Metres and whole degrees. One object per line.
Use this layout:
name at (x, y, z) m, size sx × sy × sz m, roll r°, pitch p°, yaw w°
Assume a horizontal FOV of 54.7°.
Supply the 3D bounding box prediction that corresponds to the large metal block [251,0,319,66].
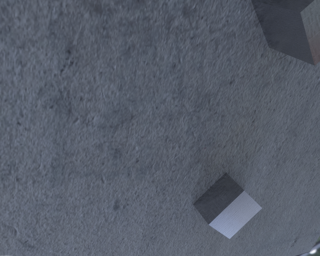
large metal block at (0.171, -0.135, 0.384) m, size 0.050 × 0.080 × 0.080 m, roll -41°, pitch 130°, yaw 0°

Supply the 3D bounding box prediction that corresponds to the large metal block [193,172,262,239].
large metal block at (0.119, 0.137, 0.544) m, size 0.080 × 0.050 × 0.080 m, roll -45°, pitch 130°, yaw 3°
